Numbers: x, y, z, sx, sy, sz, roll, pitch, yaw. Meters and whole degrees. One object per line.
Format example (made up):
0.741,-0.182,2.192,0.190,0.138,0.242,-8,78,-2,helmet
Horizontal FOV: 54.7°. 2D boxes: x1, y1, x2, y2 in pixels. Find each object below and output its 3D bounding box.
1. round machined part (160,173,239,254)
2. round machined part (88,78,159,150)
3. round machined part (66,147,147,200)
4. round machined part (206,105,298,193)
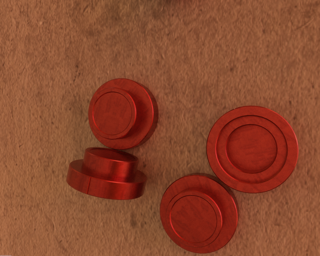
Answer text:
0.046,0.107,0.383,0.098,0.042,0.097,0,90,19,round machined part
-0.055,-0.019,0.418,0.098,0.042,0.097,0,90,19,round machined part
-0.064,0.053,0.392,0.098,0.098,0.042,14,95,19,round machined part
0.107,0.024,0.362,0.098,0.042,0.097,0,90,19,round machined part
